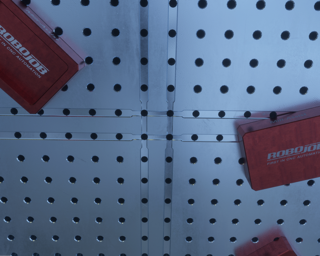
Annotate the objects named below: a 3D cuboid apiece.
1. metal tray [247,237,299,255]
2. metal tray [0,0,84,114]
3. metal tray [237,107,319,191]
[{"bbox_3d":[0.200,0.248,0.503,0.090,0.030,0.130,-35,107,12],"label":"metal tray"},{"bbox_3d":[-0.171,-0.092,0.375,0.090,0.030,0.130,-42,105,13],"label":"metal tray"},{"bbox_3d":[0.180,0.028,0.422,0.131,0.030,0.090,-14,110,5],"label":"metal tray"}]
